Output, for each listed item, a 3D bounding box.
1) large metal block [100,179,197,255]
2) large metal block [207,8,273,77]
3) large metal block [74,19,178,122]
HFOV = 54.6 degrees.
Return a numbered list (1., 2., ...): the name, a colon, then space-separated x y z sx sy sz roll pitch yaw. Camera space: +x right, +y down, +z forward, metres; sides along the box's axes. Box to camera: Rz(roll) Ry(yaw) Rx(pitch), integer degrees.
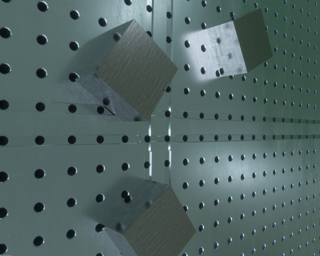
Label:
1. large metal block: -0.012 0.123 0.382 0.080 0.050 0.080 -42 115 -32
2. large metal block: 0.131 -0.137 0.500 0.080 0.050 0.080 -33 111 -35
3. large metal block: -0.037 -0.063 0.361 0.080 0.050 0.080 43 64 -31
